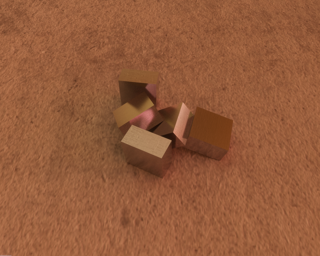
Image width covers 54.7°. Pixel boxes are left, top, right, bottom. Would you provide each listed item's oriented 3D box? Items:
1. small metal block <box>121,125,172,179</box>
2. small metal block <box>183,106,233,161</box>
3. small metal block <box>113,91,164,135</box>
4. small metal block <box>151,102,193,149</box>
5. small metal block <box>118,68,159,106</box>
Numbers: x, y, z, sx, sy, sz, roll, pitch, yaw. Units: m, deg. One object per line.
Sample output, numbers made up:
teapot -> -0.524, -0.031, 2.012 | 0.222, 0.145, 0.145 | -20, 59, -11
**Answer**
small metal block -> -0.014, 0.028, 0.362 | 0.050, 0.050, 0.025 | 21, 59, 16
small metal block -> 0.061, 0.007, 0.391 | 0.050, 0.025, 0.050 | 21, 51, -3
small metal block -> -0.029, -0.015, 0.394 | 0.050, 0.025, 0.050 | -33, 31, 0
small metal block -> 0.010, 0.000, 0.387 | 0.050, 0.025, 0.050 | -17, 39, 37
small metal block -> -0.028, -0.053, 0.431 | 0.050, 0.050, 0.025 | 6, 51, 5
